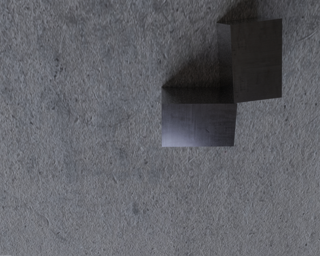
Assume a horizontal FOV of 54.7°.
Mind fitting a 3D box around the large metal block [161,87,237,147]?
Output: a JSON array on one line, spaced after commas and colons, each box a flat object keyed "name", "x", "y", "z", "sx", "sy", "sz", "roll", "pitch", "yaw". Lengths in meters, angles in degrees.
[{"name": "large metal block", "x": 0.042, "y": -0.016, "z": 0.375, "sx": 0.081, "sy": 0.080, "sz": 0.050, "roll": 0, "pitch": 110, "yaw": 0}]

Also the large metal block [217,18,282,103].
[{"name": "large metal block", "x": 0.099, "y": -0.080, "z": 0.352, "sx": 0.050, "sy": 0.080, "sz": 0.079, "roll": -7, "pitch": 110, "yaw": 2}]
